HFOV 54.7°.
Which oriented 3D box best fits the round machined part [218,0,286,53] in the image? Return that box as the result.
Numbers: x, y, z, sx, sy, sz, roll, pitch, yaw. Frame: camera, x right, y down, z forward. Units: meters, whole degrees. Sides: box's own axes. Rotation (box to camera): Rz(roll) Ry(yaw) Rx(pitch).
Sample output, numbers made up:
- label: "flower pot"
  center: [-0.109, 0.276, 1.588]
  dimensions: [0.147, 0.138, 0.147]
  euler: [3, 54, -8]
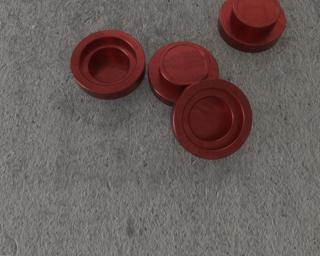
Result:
- label: "round machined part"
  center: [0.138, -0.165, 0.460]
  dimensions: [0.099, 0.042, 0.098]
  euler: [0, 70, 0]

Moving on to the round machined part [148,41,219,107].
- label: "round machined part"
  center: [0.032, -0.080, 0.428]
  dimensions: [0.099, 0.042, 0.098]
  euler: [0, 70, 0]

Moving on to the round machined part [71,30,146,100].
- label: "round machined part"
  center: [-0.069, -0.082, 0.429]
  dimensions: [0.099, 0.042, 0.098]
  euler: [0, 70, 0]

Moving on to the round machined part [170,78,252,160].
- label: "round machined part"
  center: [0.061, -0.012, 0.391]
  dimensions: [0.099, 0.042, 0.097]
  euler: [-1, 94, -9]
